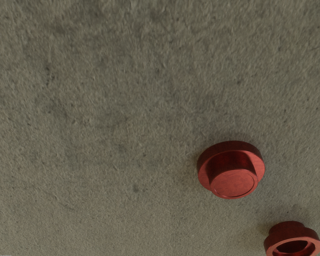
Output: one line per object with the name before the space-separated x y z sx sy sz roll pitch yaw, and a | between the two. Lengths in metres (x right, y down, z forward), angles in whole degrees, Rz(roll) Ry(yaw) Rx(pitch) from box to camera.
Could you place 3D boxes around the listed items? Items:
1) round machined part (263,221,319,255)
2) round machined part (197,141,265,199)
round machined part | 0.244 0.211 0.580 0.099 0.042 0.097 -1 130 0
round machined part | 0.105 0.068 0.456 0.099 0.042 0.097 -1 130 0
